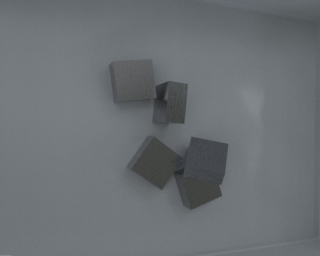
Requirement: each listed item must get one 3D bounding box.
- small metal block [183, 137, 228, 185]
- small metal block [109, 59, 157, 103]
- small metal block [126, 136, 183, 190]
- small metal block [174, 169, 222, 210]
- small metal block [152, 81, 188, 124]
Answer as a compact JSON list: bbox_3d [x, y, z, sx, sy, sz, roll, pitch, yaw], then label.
[{"bbox_3d":[0.061,0.043,0.410,0.050,0.025,0.050,11,48,7],"label":"small metal block"},{"bbox_3d":[-0.035,-0.060,0.397,0.050,0.025,0.050,-8,93,-20],"label":"small metal block"},{"bbox_3d":[-0.007,0.045,0.408,0.050,0.025,0.050,38,78,-16],"label":"small metal block"},{"bbox_3d":[0.053,0.078,0.430,0.050,0.025,0.050,-19,97,-19],"label":"small metal block"},{"bbox_3d":[0.012,-0.031,0.402,0.025,0.050,0.050,6,88,-20],"label":"small metal block"}]
